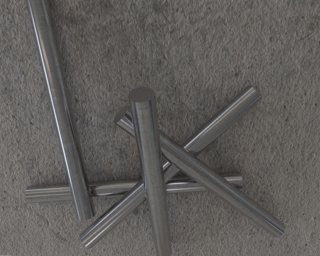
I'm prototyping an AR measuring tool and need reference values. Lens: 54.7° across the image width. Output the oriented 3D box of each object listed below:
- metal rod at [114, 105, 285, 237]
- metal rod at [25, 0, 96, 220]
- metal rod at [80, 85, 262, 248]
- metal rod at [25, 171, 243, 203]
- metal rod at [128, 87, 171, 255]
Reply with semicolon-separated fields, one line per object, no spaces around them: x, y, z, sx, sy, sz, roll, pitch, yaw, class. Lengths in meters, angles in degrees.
0.066;0.068;0.400;0.301;0.025;0.025;37;106;-24;metal rod
-0.122;-0.023;0.385;0.025;0.025;0.298;-8;105;3;metal rod
0.010;0.054;0.409;0.300;0.025;0.025;-42;105;6;metal rod
-0.037;0.084;0.440;0.302;0.025;0.025;-4;110;1;metal rod
-0.005;0.081;0.384;0.025;0.025;0.298;-5;131;2;metal rod
